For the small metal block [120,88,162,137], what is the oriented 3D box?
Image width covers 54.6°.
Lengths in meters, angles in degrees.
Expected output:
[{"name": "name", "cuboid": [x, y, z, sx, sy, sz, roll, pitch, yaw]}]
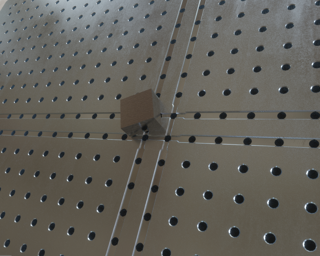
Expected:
[{"name": "small metal block", "cuboid": [-0.027, -0.022, 0.437, 0.050, 0.025, 0.050, -18, 55, 18]}]
